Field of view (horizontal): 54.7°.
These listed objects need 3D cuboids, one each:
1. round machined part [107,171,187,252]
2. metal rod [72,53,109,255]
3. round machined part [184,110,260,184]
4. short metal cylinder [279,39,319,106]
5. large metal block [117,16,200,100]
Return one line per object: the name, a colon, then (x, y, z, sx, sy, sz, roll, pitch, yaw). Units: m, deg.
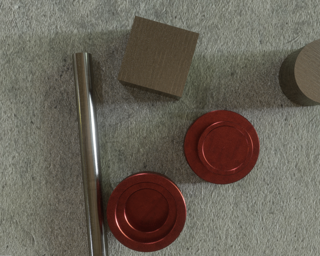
round machined part: (-0.016, 0.104, 0.401, 0.099, 0.042, 0.097, 0, 90, 0)
metal rod: (-0.090, 0.052, 0.409, 0.025, 0.025, 0.298, -5, 90, 0)
round machined part: (0.081, 0.025, 0.402, 0.099, 0.042, 0.097, 0, 90, 0)
short metal cylinder: (0.203, -0.069, 0.399, 0.081, 0.050, 0.080, 0, 90, 0)
large metal block: (-0.002, -0.086, 0.397, 0.080, 0.050, 0.080, 16, 90, 0)
